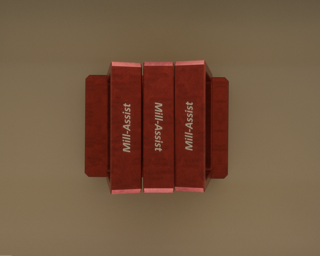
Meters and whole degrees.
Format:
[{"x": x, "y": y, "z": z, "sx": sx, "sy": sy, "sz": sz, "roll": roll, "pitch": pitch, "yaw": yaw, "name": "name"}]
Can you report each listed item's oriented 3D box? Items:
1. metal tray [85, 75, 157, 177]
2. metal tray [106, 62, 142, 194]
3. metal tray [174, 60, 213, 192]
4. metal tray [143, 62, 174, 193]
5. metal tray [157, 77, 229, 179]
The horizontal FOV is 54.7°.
[{"x": -0.049, "y": -0.002, "z": 0.406, "sx": 0.091, "sy": 0.030, "sz": 0.129, "roll": 1, "pitch": 90, "yaw": 0, "name": "metal tray"}, {"x": -0.042, "y": 0.000, "z": 0.344, "sx": 0.030, "sy": 0.090, "sz": 0.129, "roll": 0, "pitch": 90, "yaw": -13, "name": "metal tray"}, {"x": 0.039, "y": -0.002, "z": 0.345, "sx": 0.030, "sy": 0.090, "sz": 0.129, "roll": 0, "pitch": 90, "yaw": 14, "name": "metal tray"}, {"x": -0.001, "y": 0.000, "z": 0.346, "sx": 0.030, "sy": 0.090, "sz": 0.129, "roll": 0, "pitch": 88, "yaw": 0, "name": "metal tray"}, {"x": 0.042, "y": 0.000, "z": 0.408, "sx": 0.091, "sy": 0.030, "sz": 0.129, "roll": 1, "pitch": 90, "yaw": 0, "name": "metal tray"}]
